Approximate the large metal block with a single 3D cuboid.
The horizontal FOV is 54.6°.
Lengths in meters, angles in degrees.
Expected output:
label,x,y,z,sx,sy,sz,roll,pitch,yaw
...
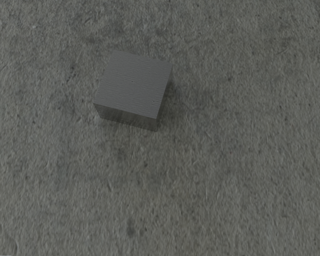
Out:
label,x,y,z,sx,sy,sz,roll,pitch,yaw
large metal block,-0.033,-0.048,0.413,0.080,0.050,0.080,15,71,5
